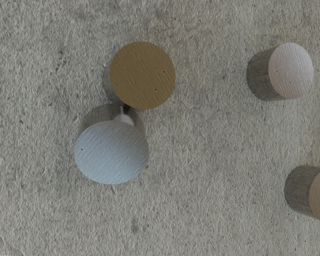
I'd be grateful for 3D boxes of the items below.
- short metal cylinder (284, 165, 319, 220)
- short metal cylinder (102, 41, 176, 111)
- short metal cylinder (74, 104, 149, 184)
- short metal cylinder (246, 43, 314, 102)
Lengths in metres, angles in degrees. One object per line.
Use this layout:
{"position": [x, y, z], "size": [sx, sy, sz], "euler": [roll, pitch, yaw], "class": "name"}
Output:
{"position": [0.245, 0.101, 0.486], "size": [0.081, 0.050, 0.080], "euler": [0, 90, -20], "class": "short metal cylinder"}
{"position": [-0.027, -0.061, 0.385], "size": [0.081, 0.050, 0.080], "euler": [0, 90, -20], "class": "short metal cylinder"}
{"position": [-0.055, 0.018, 0.359], "size": [0.081, 0.050, 0.079], "euler": [-3, 115, -7], "class": "short metal cylinder"}
{"position": [0.178, -0.081, 0.461], "size": [0.081, 0.050, 0.080], "euler": [0, 90, -20], "class": "short metal cylinder"}
